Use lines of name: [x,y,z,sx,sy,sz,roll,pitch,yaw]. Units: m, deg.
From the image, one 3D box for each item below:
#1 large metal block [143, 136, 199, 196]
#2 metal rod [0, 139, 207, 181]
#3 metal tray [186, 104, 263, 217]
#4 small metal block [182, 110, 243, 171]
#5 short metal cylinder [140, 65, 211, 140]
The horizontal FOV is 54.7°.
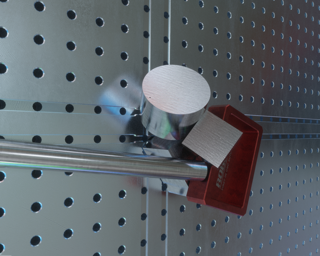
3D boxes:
large metal block: [0.036,0.035,0.424,0.080,0.050,0.080,-43,116,-32]
metal rod: [-0.081,0.031,0.304,0.302,0.025,0.025,9,84,-29]
metal tray: [0.090,0.044,0.415,0.090,0.030,0.130,26,73,-37]
small metal block: [0.062,0.015,0.369,0.050,0.050,0.025,-53,163,-7]
short metal cylinder: [0.017,-0.032,0.381,0.080,0.080,0.050,-42,159,-32]
